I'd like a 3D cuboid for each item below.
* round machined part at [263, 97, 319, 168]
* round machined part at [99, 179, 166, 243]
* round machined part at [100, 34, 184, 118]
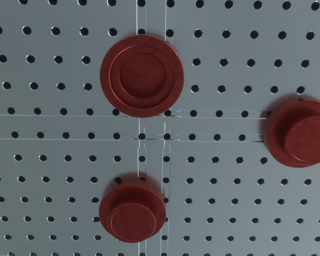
[{"bbox_3d":[0.192,0.010,0.411,0.099,0.042,0.097,0,110,-1],"label":"round machined part"},{"bbox_3d":[-0.040,0.127,0.451,0.099,0.042,0.097,0,110,-1],"label":"round machined part"},{"bbox_3d":[-0.021,-0.065,0.380,0.099,0.042,0.097,0,110,-1],"label":"round machined part"}]
